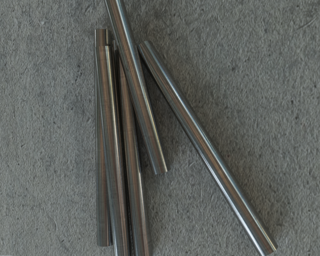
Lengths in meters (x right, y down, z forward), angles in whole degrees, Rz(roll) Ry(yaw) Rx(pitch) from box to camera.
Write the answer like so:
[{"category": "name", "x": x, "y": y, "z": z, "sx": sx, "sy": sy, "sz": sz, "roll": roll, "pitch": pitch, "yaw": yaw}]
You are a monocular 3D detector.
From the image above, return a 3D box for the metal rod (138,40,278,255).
[{"category": "metal rod", "x": 0.053, "y": 0.017, "z": 0.390, "sx": 0.025, "sy": 0.025, "sz": 0.299, "roll": -34, "pitch": 79, "yaw": 17}]

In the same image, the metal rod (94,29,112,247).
[{"category": "metal rod", "x": -0.078, "y": 0.013, "z": 0.436, "sx": 0.025, "sy": 0.025, "sz": 0.298, "roll": -1, "pitch": 90, "yaw": 20}]

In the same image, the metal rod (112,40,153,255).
[{"category": "metal rod", "x": -0.037, "y": 0.029, "z": 0.422, "sx": 0.025, "sy": 0.025, "sz": 0.298, "roll": -7, "pitch": 88, "yaw": 20}]

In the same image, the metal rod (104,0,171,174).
[{"category": "metal rod", "x": -0.038, "y": -0.086, "z": 0.403, "sx": 0.025, "sy": 0.025, "sz": 0.298, "roll": -15, "pitch": 92, "yaw": 19}]

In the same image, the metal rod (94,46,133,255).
[{"category": "metal rod", "x": -0.062, "y": 0.043, "z": 0.416, "sx": 0.025, "sy": 0.025, "sz": 0.298, "roll": -4, "pitch": 93, "yaw": 20}]
